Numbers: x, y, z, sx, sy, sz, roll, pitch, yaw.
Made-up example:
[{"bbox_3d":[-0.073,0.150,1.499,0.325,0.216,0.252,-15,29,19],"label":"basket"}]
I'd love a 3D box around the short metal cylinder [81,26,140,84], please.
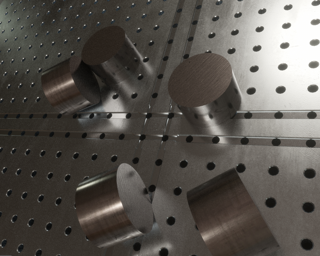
[{"bbox_3d":[-0.079,-0.119,0.505,0.080,0.050,0.080,-13,56,20],"label":"short metal cylinder"}]

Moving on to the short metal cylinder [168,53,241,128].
[{"bbox_3d":[0.057,-0.047,0.390,0.080,0.050,0.080,-13,56,20],"label":"short metal cylinder"}]

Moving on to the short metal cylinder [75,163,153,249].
[{"bbox_3d":[-0.048,0.086,0.344,0.050,0.080,0.080,-24,53,13],"label":"short metal cylinder"}]

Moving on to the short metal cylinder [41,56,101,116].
[{"bbox_3d":[-0.136,-0.065,0.482,0.050,0.080,0.080,-22,54,15],"label":"short metal cylinder"}]

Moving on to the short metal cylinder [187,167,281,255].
[{"bbox_3d":[0.067,0.083,0.286,0.050,0.080,0.080,-30,52,9],"label":"short metal cylinder"}]
